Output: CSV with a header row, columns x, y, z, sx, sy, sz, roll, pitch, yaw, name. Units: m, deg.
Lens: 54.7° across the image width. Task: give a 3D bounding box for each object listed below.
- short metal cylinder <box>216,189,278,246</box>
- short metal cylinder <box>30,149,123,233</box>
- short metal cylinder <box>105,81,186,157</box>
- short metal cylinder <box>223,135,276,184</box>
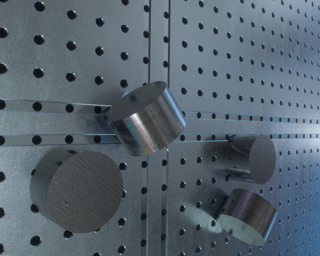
x,y,z,sx,sy,sz,roll,pitch,yaw,name
0.138,0.142,0.492,0.050,0.080,0.080,-52,121,-27,short metal cylinder
-0.086,0.062,0.322,0.081,0.050,0.079,0,90,-40,short metal cylinder
-0.017,-0.012,0.361,0.080,0.080,0.050,-46,118,-31,short metal cylinder
0.152,0.052,0.524,0.081,0.050,0.079,0,90,-40,short metal cylinder
